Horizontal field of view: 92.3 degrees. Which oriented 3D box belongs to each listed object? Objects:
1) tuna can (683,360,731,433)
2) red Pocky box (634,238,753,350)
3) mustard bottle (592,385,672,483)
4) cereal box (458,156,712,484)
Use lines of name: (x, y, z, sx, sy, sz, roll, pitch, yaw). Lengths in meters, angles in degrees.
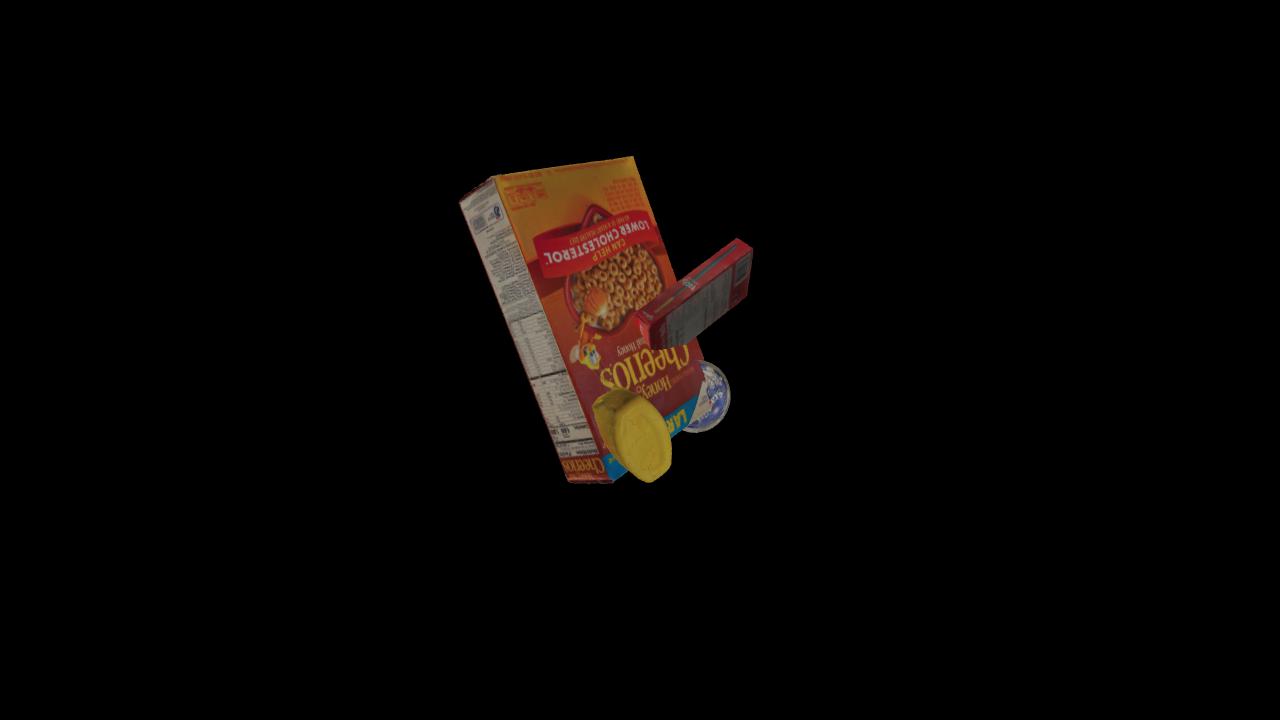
tuna can: (0.061, 0.041, 0.717, 0.084, 0.084, 0.034, 0, 2, -12)
red Pocky box: (0.060, -0.061, 0.671, 0.155, 0.028, 0.083, -38, -28, -20)
mustard bottle: (-0.041, 0.054, 0.631, 0.054, 0.092, 0.184, -39, 31, -18)
cereal box: (-0.039, -0.050, 0.654, 0.081, 0.306, 0.203, -14, 9, 43)
